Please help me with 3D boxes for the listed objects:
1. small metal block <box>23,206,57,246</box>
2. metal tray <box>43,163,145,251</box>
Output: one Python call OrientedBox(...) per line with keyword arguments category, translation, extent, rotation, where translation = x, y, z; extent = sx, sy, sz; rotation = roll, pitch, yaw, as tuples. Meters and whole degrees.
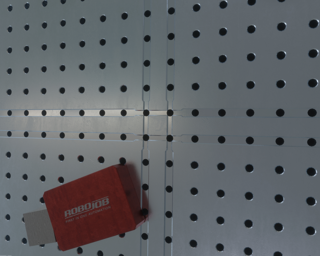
OrientedBox(category="small metal block", translation=(-0.177, 0.149, 0.475), extent=(0.050, 0.025, 0.050), rotation=(-15, 85, 19))
OrientedBox(category="metal tray", translation=(-0.097, 0.114, 0.444), extent=(0.130, 0.030, 0.090), rotation=(-22, 83, 18))
